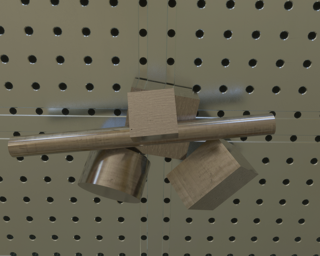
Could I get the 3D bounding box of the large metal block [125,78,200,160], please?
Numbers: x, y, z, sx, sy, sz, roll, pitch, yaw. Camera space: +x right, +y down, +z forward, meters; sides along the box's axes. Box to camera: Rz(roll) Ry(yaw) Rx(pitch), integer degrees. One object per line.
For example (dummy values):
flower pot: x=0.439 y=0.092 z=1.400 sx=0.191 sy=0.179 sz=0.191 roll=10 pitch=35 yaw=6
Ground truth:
large metal block: x=-0.001 y=-0.012 z=0.392 sx=0.081 sy=0.050 sz=0.079 roll=10 pitch=110 yaw=-4

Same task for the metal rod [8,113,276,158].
metal rod: x=-0.022 y=0.009 z=0.359 sx=0.302 sy=0.025 sz=0.025 roll=-5 pitch=110 yaw=2

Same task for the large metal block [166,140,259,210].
large metal block: x=0.069 y=0.060 z=0.396 sx=0.080 sy=0.050 sz=0.080 roll=-43 pitch=149 yaw=14

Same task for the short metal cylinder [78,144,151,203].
short metal cylinder: x=-0.057 y=0.060 z=0.395 sx=0.080 sy=0.080 sz=0.050 roll=18 pitch=66 yaw=-7

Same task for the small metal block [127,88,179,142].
small metal block: x=-0.007 y=-0.013 z=0.338 sx=0.050 sy=0.025 sz=0.050 roll=-5 pitch=75 yaw=2
